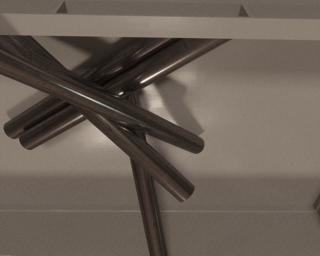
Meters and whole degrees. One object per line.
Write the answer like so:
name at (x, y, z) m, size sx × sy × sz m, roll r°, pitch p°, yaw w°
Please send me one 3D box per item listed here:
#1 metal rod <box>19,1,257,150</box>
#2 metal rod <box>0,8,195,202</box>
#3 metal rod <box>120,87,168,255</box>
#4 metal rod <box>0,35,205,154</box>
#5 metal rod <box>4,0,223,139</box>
metal rod at (-0.041, -0.046, 0.343) m, size 0.300 × 0.025 × 0.025 m, roll -26°, pitch 126°, yaw 19°
metal rod at (-0.076, -0.025, 0.329) m, size 0.300 × 0.025 × 0.025 m, roll 43°, pitch 119°, yaw -11°
metal rod at (-0.016, 0.092, 0.406) m, size 0.025 × 0.025 × 0.298 m, roll -8°, pitch 105°, yaw 6°
metal rod at (-0.035, -0.016, 0.316) m, size 0.025 × 0.025 × 0.301 m, roll -32°, pitch 148°, yaw 24°
metal rod at (-0.069, -0.060, 0.357) m, size 0.300 × 0.025 × 0.025 m, roll -27°, pitch 126°, yaw 20°
